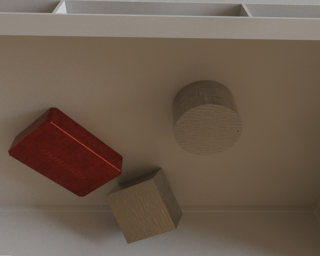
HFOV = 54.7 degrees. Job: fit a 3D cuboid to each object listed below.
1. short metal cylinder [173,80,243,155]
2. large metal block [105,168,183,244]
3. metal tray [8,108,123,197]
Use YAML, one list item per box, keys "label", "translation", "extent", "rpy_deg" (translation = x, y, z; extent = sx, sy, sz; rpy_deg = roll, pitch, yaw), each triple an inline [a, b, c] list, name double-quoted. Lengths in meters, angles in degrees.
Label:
- label: "short metal cylinder"
  translation: [0.056, -0.012, 0.384]
  extent: [0.081, 0.050, 0.079]
  rpy_deg: [0, 130, 0]
- label: "large metal block"
  translation: [-0.023, 0.117, 0.469]
  extent: [0.080, 0.050, 0.080]
  rpy_deg: [-23, 94, 18]
- label: "metal tray"
  translation: [-0.129, 0.040, 0.438]
  extent: [0.090, 0.030, 0.130]
  rpy_deg: [-33, 123, 24]
